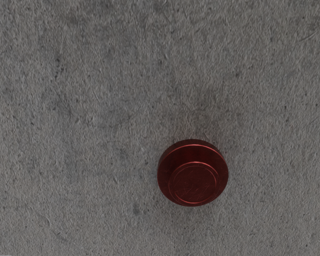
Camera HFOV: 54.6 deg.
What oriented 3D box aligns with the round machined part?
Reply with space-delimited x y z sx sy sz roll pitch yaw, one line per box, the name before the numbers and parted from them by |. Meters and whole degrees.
round machined part | 0.045 0.068 0.426 0.099 0.042 0.097 0 110 0
